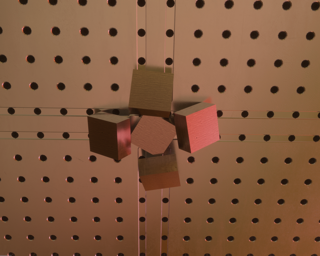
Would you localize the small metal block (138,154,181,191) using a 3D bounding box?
[{"bbox_3d":[0.000,0.062,0.423,0.050,0.025,0.050,-8,146,3],"label":"small metal block"}]

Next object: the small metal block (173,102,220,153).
[{"bbox_3d":[0.048,-0.002,0.401,0.050,0.025,0.050,-22,113,-30],"label":"small metal block"}]

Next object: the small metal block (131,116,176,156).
[{"bbox_3d":[-0.009,0.005,0.415,0.050,0.025,0.050,30,107,-11],"label":"small metal block"}]

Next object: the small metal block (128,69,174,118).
[{"bbox_3d":[-0.011,-0.042,0.384,0.050,0.025,0.050,6,74,-3],"label":"small metal block"}]

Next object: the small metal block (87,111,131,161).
[{"bbox_3d":[-0.066,0.009,0.404,0.050,0.025,0.050,13,114,32],"label":"small metal block"}]
